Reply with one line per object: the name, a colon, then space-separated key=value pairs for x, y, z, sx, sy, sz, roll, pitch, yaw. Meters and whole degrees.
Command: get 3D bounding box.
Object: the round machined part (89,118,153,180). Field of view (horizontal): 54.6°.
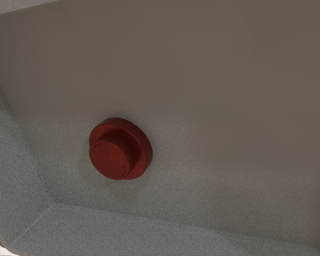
round machined part: x=-0.064 y=0.037 z=0.455 sx=0.098 sy=0.042 sz=0.097 roll=13 pitch=124 yaw=21
